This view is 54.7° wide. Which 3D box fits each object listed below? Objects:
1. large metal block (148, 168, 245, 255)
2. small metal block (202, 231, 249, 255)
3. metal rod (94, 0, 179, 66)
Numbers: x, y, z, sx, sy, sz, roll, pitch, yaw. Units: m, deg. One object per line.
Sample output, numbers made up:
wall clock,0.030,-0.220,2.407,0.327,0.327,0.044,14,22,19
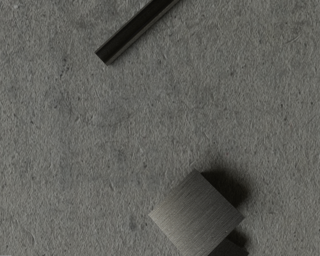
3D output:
large metal block,0.047,0.109,0.385,0.080,0.050,0.080,-45,69,0
small metal block,0.080,0.168,0.411,0.050,0.025,0.050,33,90,0
metal rod,0.032,-0.192,0.410,0.300,0.025,0.025,-43,90,0
